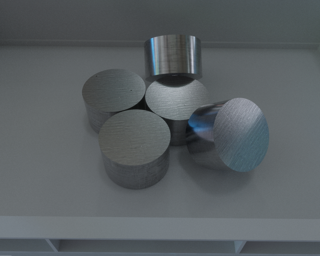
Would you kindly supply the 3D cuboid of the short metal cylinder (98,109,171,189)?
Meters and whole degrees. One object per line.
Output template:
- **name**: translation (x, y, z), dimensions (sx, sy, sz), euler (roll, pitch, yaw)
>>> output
- **short metal cylinder**: translation (-0.028, 0.024, 0.366), dimensions (0.081, 0.050, 0.080), euler (0, 50, 0)

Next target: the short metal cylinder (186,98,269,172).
- **short metal cylinder**: translation (0.077, 0.009, 0.354), dimensions (0.081, 0.050, 0.080), euler (3, 85, -29)

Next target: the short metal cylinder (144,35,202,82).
- **short metal cylinder**: translation (0.019, -0.095, 0.438), dimensions (0.081, 0.080, 0.050), euler (-2, 89, -2)

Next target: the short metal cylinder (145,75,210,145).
- **short metal cylinder**: translation (0.022, -0.024, 0.407), dimensions (0.081, 0.050, 0.080), euler (0, 50, 0)

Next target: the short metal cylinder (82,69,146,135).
- **short metal cylinder**: translation (-0.059, -0.034, 0.414), dimensions (0.081, 0.050, 0.080), euler (0, 50, 0)
